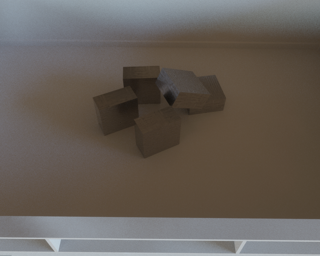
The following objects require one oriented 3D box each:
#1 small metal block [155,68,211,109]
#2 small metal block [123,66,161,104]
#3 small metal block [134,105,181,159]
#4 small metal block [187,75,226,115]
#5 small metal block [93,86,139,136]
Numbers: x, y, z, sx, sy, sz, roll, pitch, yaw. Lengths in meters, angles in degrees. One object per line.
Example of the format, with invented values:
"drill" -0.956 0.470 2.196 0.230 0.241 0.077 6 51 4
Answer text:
"small metal block" 0.029 -0.051 0.404 0.050 0.025 0.050 0 45 -35
"small metal block" -0.025 -0.060 0.439 0.050 0.050 0.025 -3 50 -3
"small metal block" -0.003 0.005 0.384 0.050 0.050 0.025 -22 54 -17
"small metal block" 0.061 -0.048 0.447 0.050 0.025 0.050 -8 51 -7
"small metal block" -0.056 -0.022 0.407 0.050 0.050 0.025 -20 53 -17
